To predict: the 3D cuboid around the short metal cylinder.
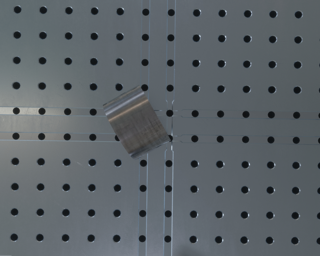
[{"bbox_3d":[-0.028,-0.007,0.386,0.050,0.080,0.080,-30,90,0],"label":"short metal cylinder"}]
